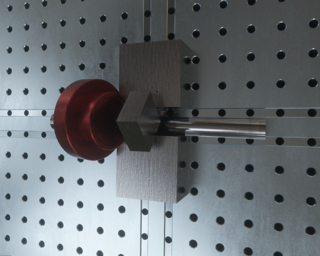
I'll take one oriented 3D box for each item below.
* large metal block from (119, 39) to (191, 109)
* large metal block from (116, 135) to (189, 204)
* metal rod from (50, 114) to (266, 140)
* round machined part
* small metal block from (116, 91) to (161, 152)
[{"bbox_3d":[-0.005,-0.065,0.401,0.080,0.050,0.079,1,90,20],"label":"large metal block"},{"bbox_3d":[-0.009,0.049,0.403,0.080,0.050,0.079,1,91,20],"label":"large metal block"},{"bbox_3d":[-0.016,-0.004,0.418,0.301,0.025,0.025,2,91,19],"label":"metal rod"},{"bbox_3d":[-0.072,-0.009,0.368,0.042,0.099,0.097,5,92,34],"label":"round machined part"},{"bbox_3d":[-0.023,-0.008,0.361,0.025,0.050,0.050,1,46,20],"label":"small metal block"}]
